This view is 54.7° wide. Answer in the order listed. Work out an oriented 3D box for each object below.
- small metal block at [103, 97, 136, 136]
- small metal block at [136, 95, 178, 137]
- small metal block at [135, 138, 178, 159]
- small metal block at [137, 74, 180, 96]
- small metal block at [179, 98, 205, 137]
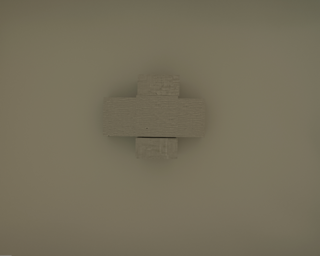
[{"bbox_3d":[-0.047,-0.014,0.409,0.050,0.025,0.050,1,90,0],"label":"small metal block"},{"bbox_3d":[-0.004,-0.014,0.384,0.050,0.025,0.050,1,90,-1],"label":"small metal block"},{"bbox_3d":[-0.004,0.024,0.396,0.050,0.050,0.025,1,90,0],"label":"small metal block"},{"bbox_3d":[-0.002,-0.052,0.396,0.050,0.050,0.025,1,90,0],"label":"small metal block"},{"bbox_3d":[0.033,-0.013,0.410,0.050,0.025,0.050,1,90,-1],"label":"small metal block"}]
